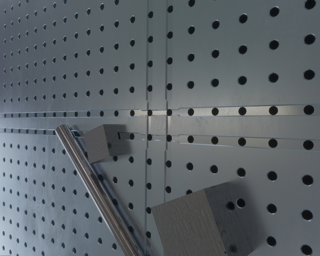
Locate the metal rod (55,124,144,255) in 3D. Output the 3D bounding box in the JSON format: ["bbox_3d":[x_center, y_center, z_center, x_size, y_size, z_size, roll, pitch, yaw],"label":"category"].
[{"bbox_3d":[-0.093,0.108,0.486,0.300,0.025,0.025,52,120,27],"label":"metal rod"}]

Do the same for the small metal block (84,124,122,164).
[{"bbox_3d":[-0.090,0.025,0.484,0.050,0.025,0.050,-22,76,38],"label":"small metal block"}]

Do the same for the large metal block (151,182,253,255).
[{"bbox_3d":[0.046,0.116,0.355,0.080,0.050,0.080,-29,72,36],"label":"large metal block"}]
